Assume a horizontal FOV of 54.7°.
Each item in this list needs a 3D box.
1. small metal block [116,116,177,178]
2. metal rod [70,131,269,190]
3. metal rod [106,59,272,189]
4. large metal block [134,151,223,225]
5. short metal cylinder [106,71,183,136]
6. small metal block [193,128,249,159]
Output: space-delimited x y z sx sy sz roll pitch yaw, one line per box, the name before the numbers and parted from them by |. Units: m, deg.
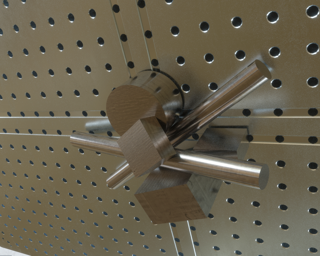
small metal block | -0.017 0.022 0.353 0.050 0.025 0.050 -41 73 39
metal rod | -0.016 0.032 0.389 0.300 0.025 0.025 7 123 40
metal rod | 0.015 0.014 0.408 0.025 0.025 0.299 47 129 -5
large metal block | 0.027 0.074 0.401 0.080 0.080 0.050 -19 108 35
short metal cylinder | -0.019 -0.025 0.385 0.080 0.050 0.079 13 123 21
small metal block | 0.073 0.023 0.366 0.050 0.050 0.025 1 119 29
